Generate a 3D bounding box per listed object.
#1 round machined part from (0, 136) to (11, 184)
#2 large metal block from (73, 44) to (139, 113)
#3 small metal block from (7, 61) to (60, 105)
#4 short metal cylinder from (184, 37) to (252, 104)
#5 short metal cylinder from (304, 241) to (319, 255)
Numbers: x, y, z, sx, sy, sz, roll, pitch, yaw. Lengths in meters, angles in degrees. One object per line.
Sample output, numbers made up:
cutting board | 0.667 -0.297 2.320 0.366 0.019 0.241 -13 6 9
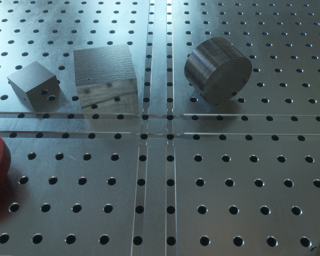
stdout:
round machined part | -0.222 0.048 0.355 0.099 0.042 0.098 0 50 0
large metal block | -0.079 -0.074 0.453 0.081 0.050 0.080 -9 51 -8
small metal block | -0.189 -0.069 0.464 0.050 0.025 0.050 35 58 25
short metal cylinder | 0.082 -0.080 0.440 0.081 0.080 0.050 -22 54 -17
short metal cylinder | 0.171 0.138 0.276 0.081 0.050 0.080 0 50 0
